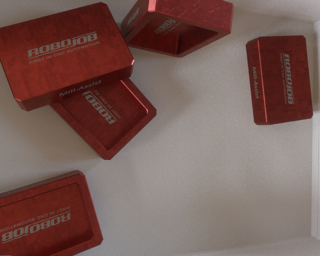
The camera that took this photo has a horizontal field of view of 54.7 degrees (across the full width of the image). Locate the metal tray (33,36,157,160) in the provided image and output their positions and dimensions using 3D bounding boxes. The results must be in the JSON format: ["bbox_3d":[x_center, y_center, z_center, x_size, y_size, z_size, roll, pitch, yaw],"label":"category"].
[{"bbox_3d":[-0.079,-0.036,0.379,0.090,0.030,0.130,-45,105,-15],"label":"metal tray"}]

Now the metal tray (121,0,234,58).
[{"bbox_3d":[0.012,-0.118,0.360,0.091,0.130,0.030,8,88,-20],"label":"metal tray"}]

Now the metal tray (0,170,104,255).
[{"bbox_3d":[-0.141,0.111,0.356,0.131,0.030,0.089,-16,96,-20],"label":"metal tray"}]

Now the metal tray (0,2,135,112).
[{"bbox_3d":[-0.106,-0.083,0.349,0.131,0.030,0.090,-22,76,-16],"label":"metal tray"}]

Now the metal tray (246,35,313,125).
[{"bbox_3d":[0.185,-0.074,0.478,0.091,0.030,0.129,-8,93,-20],"label":"metal tray"}]
